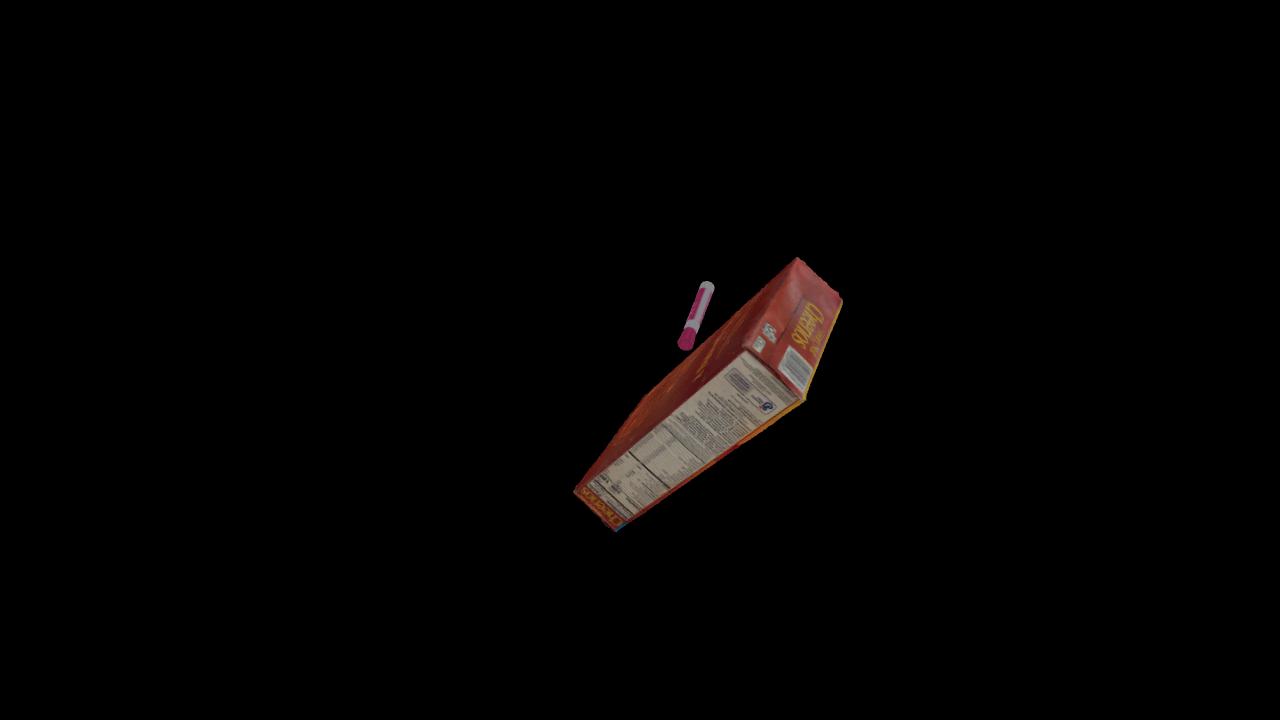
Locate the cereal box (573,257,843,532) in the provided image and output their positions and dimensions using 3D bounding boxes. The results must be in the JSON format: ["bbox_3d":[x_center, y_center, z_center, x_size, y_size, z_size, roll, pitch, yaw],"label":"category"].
[{"bbox_3d":[0.069,0.043,0.671,0.306,0.081,0.203,-46,3,40],"label":"cereal box"}]

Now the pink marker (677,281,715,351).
[{"bbox_3d":[0.068,-0.053,0.737,0.020,0.020,0.121,0,41,23],"label":"pink marker"}]
